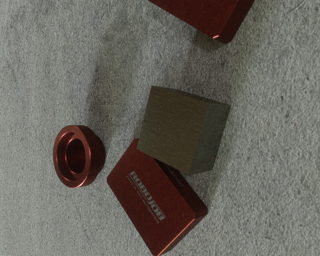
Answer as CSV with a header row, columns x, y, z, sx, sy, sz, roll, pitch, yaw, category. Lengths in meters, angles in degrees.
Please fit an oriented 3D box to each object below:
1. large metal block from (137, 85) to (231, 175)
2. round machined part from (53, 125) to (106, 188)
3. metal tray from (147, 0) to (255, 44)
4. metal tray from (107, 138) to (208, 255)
x,y,z,sx,sy,sz,roll,pitch,yaw,category
0.026,0.000,0.365,0.080,0.050,0.079,22,104,37,large metal block
-0.125,0.044,0.494,0.098,0.042,0.097,0,90,39,round machined part
0.048,-0.168,0.360,0.130,0.030,0.089,42,115,31,metal tray
-0.009,0.087,0.408,0.130,0.030,0.090,51,119,27,metal tray
